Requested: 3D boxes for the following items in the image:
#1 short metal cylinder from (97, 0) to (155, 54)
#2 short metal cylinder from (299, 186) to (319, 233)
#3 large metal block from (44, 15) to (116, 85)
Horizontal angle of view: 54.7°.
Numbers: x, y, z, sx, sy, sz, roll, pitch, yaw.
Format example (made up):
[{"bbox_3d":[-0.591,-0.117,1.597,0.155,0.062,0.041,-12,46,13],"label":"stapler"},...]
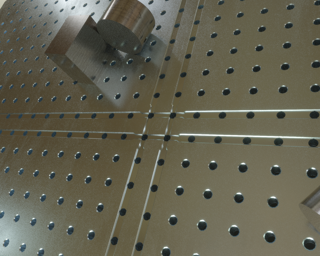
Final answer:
[{"bbox_3d":[-0.055,-0.166,0.504,0.080,0.080,0.050,14,69,33],"label":"short metal cylinder"},{"bbox_3d":[0.160,0.074,0.244,0.050,0.080,0.080,-42,51,0],"label":"short metal cylinder"},{"bbox_3d":[-0.131,-0.130,0.522,0.050,0.080,0.080,11,68,33],"label":"large metal block"}]
